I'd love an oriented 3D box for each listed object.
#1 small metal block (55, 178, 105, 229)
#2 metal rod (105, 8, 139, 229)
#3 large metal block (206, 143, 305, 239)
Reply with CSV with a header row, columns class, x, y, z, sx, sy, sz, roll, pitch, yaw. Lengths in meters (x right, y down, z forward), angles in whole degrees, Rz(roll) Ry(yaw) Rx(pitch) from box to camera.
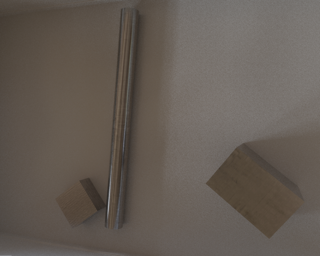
class,x,y,z,sx,sy,sz,roll,pitch,yaw
small metal block,-0.115,0.109,0.450,0.050,0.025,0.050,-37,78,16
metal rod,-0.053,-0.012,0.427,0.025,0.025,0.298,5,92,19
large metal block,0.105,0.063,0.344,0.080,0.080,0.050,41,103,15
